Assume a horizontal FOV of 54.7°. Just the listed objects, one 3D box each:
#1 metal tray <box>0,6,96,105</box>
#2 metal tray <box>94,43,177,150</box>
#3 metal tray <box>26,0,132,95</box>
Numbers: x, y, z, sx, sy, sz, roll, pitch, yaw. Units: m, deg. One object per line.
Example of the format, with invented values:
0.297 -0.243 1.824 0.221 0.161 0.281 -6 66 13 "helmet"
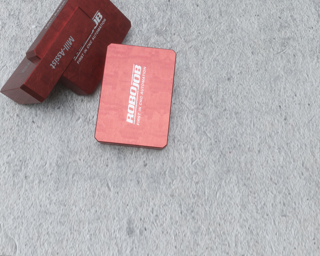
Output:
-0.147 -0.093 0.407 0.090 0.030 0.130 3 59 48 "metal tray"
-0.030 -0.040 0.405 0.091 0.030 0.129 6 81 -1 "metal tray"
-0.104 -0.121 0.419 0.030 0.090 0.130 3 62 48 "metal tray"
